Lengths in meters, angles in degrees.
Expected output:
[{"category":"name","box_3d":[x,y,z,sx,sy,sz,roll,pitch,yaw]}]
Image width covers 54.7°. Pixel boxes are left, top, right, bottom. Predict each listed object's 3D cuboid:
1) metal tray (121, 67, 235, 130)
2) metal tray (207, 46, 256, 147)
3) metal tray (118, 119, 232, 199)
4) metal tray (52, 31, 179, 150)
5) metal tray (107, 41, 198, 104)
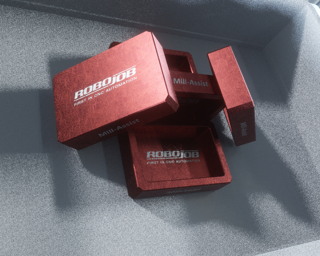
[{"category":"metal tray","box_3d":[0.016,-0.031,0.390,0.131,0.090,0.030,1,62,-29]},{"category":"metal tray","box_3d":[0.100,-0.038,0.421,0.030,0.130,0.090,-19,64,10]},{"category":"metal tray","box_3d":[0.019,0.035,0.387,0.131,0.030,0.090,1,61,-29]},{"category":"metal tray","box_3d":[-0.053,-0.039,0.340,0.030,0.130,0.090,41,32,-60]},{"category":"metal tray","box_3d":[-0.006,-0.071,0.440,0.131,0.030,0.090,0,62,-29]}]
